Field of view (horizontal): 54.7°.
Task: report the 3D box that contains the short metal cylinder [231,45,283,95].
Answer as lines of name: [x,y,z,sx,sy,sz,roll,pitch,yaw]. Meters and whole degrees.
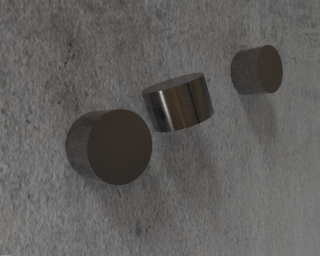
short metal cylinder: [0.167,-0.098,0.531,0.081,0.050,0.079,0,90,-40]

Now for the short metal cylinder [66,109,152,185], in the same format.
short metal cylinder: [-0.056,0.020,0.343,0.081,0.050,0.079,0,90,-40]

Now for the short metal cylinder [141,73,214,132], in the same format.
short metal cylinder: [0.023,-0.033,0.390,0.081,0.080,0.050,-29,109,-37]
